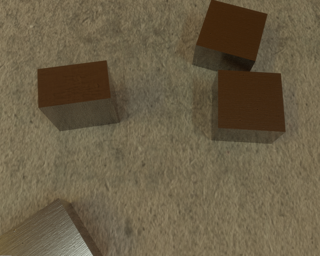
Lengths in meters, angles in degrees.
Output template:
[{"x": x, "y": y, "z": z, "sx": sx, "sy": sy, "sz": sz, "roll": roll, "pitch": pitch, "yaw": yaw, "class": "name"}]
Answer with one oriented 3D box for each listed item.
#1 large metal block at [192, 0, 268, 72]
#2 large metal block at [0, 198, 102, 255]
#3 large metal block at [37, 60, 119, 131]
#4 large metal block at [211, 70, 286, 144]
[{"x": 0.098, "y": -0.125, "z": 0.442, "sx": 0.080, "sy": 0.050, "sz": 0.080, "roll": 17, "pitch": 71, "yaw": 6, "class": "large metal block"}, {"x": -0.121, "y": 0.137, "z": 0.343, "sx": 0.080, "sy": 0.050, "sz": 0.080, "roll": -34, "pitch": 74, "yaw": -12, "class": "large metal block"}, {"x": -0.099, "y": -0.038, "z": 0.392, "sx": 0.081, "sy": 0.080, "sz": 0.050, "roll": -8, "pitch": 71, "yaw": -3, "class": "large metal block"}, {"x": 0.112, "y": -0.027, "z": 0.406, "sx": 0.081, "sy": 0.050, "sz": 0.080, "roll": 3, "pitch": 70, "yaw": 1, "class": "large metal block"}]
